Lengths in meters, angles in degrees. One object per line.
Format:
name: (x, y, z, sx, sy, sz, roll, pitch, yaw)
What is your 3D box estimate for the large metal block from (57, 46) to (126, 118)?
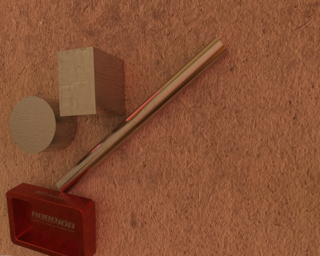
large metal block: (-0.087, -0.055, 0.409, 0.050, 0.080, 0.079, -3, 89, 20)

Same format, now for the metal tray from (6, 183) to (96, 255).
metal tray: (-0.158, 0.137, 0.448, 0.130, 0.030, 0.089, 8, 107, 19)

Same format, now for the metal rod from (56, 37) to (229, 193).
metal rod: (-0.033, -0.009, 0.419, 0.299, 0.025, 0.025, -41, 78, 15)

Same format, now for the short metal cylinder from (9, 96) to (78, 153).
short metal cylinder: (-0.170, -0.004, 0.454, 0.080, 0.050, 0.079, 0, 90, 19)
